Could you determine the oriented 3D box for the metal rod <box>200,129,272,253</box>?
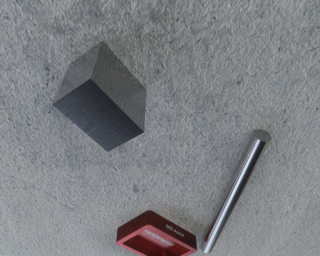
[{"bbox_3d":[0.115,0.122,0.512,0.025,0.025,0.298,7,130,-6],"label":"metal rod"}]

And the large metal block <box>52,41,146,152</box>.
[{"bbox_3d":[-0.060,-0.035,0.341,0.050,0.080,0.080,-29,125,22],"label":"large metal block"}]

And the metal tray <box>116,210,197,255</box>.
[{"bbox_3d":[-0.005,0.211,0.583,0.090,0.030,0.130,-37,122,27],"label":"metal tray"}]
